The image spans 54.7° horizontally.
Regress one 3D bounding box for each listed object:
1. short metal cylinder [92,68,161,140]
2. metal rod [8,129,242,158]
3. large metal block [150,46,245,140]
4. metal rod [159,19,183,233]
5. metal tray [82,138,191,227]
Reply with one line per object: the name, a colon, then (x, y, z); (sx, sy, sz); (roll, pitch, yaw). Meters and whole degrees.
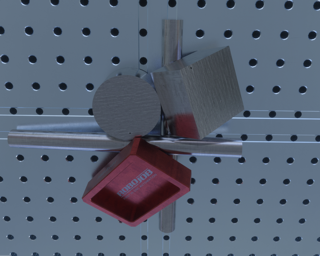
short metal cylinder: (-0.039, -0.032, 0.388); (0.081, 0.050, 0.079); (0, 110, 0)
metal rod: (-0.049, 0.020, 0.402); (0.302, 0.025, 0.025); (2, 110, 6)
large metal block: (0.046, -0.042, 0.364); (0.081, 0.050, 0.080); (-31, 113, -31)
metal rod: (0.013, 0.011, 0.417); (0.025, 0.025, 0.298); (1, 110, -1)
metal tray: (-0.033, 0.077, 0.411); (0.090, 0.030, 0.129); (34, 127, -18)
